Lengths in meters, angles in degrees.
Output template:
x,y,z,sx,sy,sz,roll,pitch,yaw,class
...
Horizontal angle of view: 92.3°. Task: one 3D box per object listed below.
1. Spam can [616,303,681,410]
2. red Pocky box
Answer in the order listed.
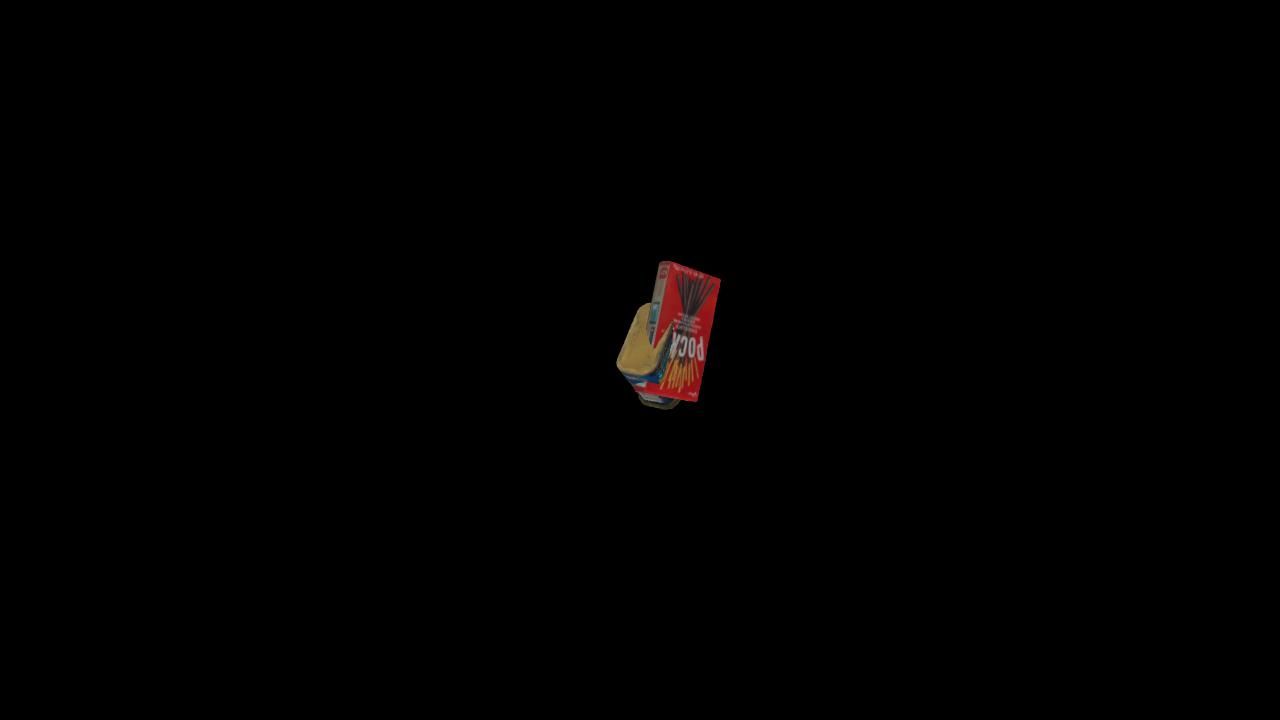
x,y,z,sx,sy,sz,roll,pitch,yaw,class
0.022,-0.005,0.735,0.058,0.101,0.085,8,-26,28,Spam can
0.046,-0.031,0.726,0.083,0.155,0.028,12,-2,-37,red Pocky box
